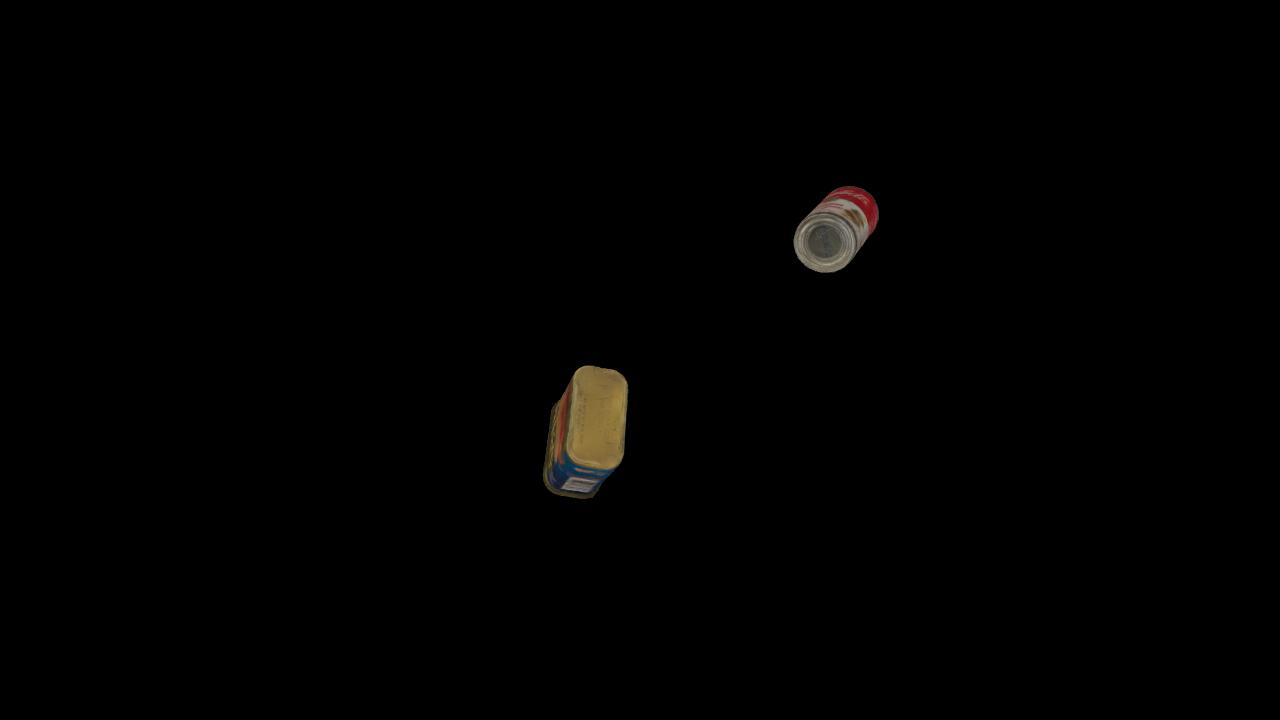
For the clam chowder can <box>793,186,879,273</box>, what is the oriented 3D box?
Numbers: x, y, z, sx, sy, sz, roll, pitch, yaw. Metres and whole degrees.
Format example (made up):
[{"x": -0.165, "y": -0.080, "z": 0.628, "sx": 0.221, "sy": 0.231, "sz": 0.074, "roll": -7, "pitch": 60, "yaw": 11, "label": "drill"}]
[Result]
[{"x": 0.215, "y": -0.143, "z": 0.671, "sx": 0.068, "sy": 0.068, "sz": 0.102, "roll": 0, "pitch": 28, "yaw": 34, "label": "clam chowder can"}]

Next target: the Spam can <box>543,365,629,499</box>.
[{"x": -0.049, "y": 0.067, "z": 0.571, "sx": 0.058, "sy": 0.101, "sz": 0.085, "roll": 12, "pitch": -30, "yaw": -16, "label": "Spam can"}]
